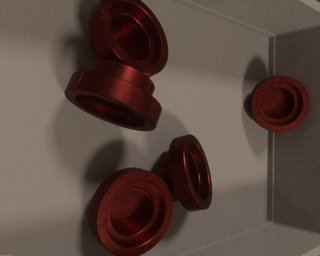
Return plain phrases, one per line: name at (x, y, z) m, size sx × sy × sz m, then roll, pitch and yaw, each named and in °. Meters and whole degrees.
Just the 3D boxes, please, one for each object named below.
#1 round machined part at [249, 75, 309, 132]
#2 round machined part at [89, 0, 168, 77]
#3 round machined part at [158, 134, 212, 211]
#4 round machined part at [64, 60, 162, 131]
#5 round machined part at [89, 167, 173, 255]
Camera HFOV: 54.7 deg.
round machined part at (0.207, -0.044, 0.551) m, size 0.099 × 0.042 × 0.097 m, roll 0°, pitch 98°, yaw 2°
round machined part at (-0.039, -0.099, 0.353) m, size 0.099 × 0.042 × 0.098 m, roll 21°, pitch 60°, yaw -41°
round machined part at (0.032, 0.060, 0.407) m, size 0.098 × 0.042 × 0.098 m, roll 47°, pitch 35°, yaw -48°
round machined part at (-0.044, -0.035, 0.323) m, size 0.098 × 0.098 × 0.042 m, roll 30°, pitch 72°, yaw -36°
round machined part at (-0.037, 0.094, 0.362) m, size 0.099 × 0.042 × 0.097 m, roll -2°, pitch 94°, yaw -34°
